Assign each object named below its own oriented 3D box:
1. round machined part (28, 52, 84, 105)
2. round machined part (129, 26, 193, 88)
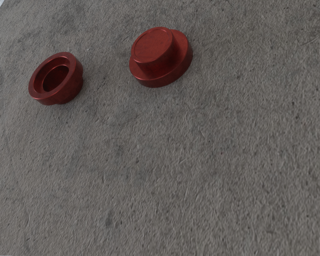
[{"bbox_3d":[-0.172,-0.080,0.533,0.098,0.042,0.098,-13,56,21],"label":"round machined part"},{"bbox_3d":[-0.004,-0.112,0.464,0.098,0.042,0.098,-13,56,21],"label":"round machined part"}]
